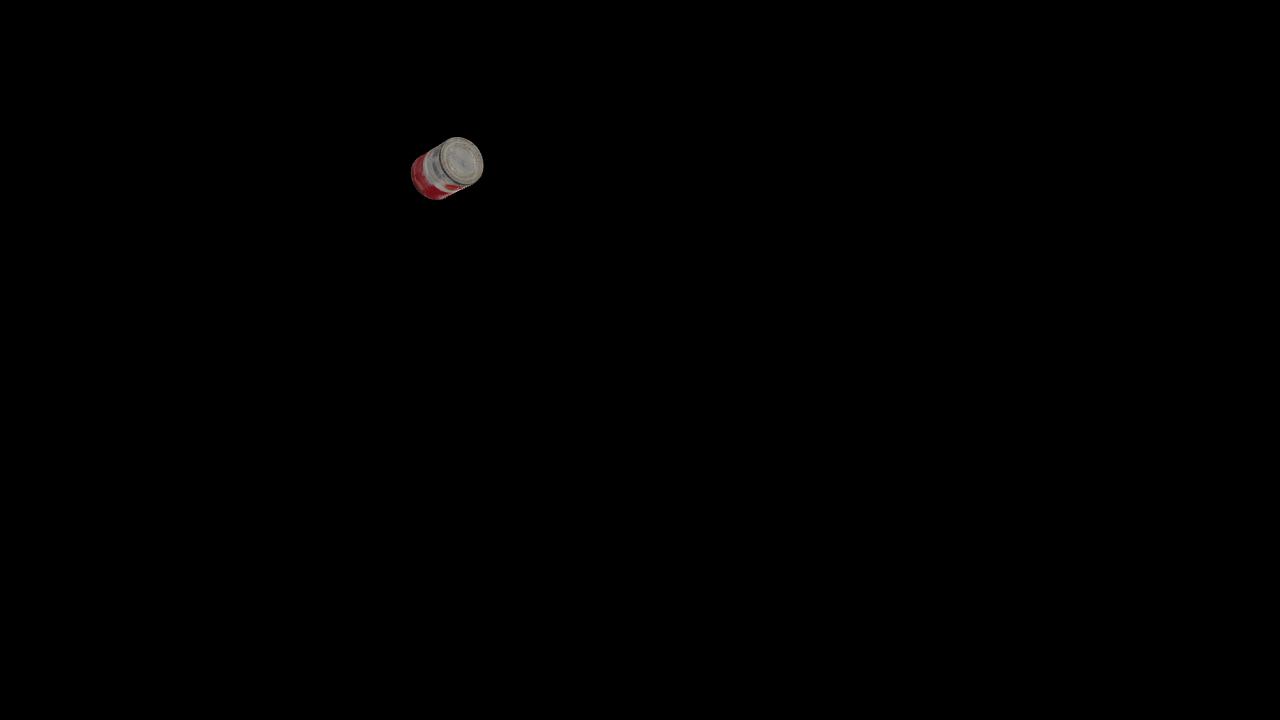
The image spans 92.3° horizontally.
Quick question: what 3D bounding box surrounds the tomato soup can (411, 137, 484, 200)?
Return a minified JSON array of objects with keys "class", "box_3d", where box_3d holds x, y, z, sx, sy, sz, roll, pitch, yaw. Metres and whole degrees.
[{"class":"tomato soup can","box_3d":[-0.276,-0.274,0.882,0.068,0.068,0.101,0,-1,-42]}]
